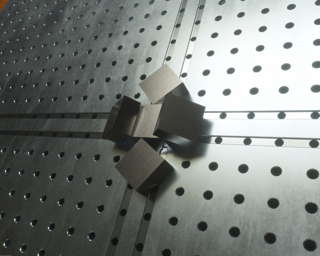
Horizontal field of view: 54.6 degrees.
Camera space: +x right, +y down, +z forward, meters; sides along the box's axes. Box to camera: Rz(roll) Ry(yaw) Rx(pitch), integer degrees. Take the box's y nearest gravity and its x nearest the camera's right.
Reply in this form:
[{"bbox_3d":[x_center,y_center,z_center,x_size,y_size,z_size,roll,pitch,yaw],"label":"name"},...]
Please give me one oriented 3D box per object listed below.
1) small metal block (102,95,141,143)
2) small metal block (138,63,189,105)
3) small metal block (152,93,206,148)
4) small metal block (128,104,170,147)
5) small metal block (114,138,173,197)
[{"bbox_3d":[-0.054,-0.011,0.428,0.050,0.025,0.050,-29,41,59],"label":"small metal block"},{"bbox_3d":[0.005,-0.057,0.441,0.050,0.025,0.050,-37,50,2],"label":"small metal block"},{"bbox_3d":[0.024,-0.009,0.384,0.050,0.025,0.050,20,66,-8],"label":"small metal block"},{"bbox_3d":[-0.009,-0.004,0.415,0.050,0.025,0.050,2,62,29],"label":"small metal block"},{"bbox_3d":[-0.021,0.049,0.389,0.050,0.025,0.050,-47,50,-4],"label":"small metal block"}]
